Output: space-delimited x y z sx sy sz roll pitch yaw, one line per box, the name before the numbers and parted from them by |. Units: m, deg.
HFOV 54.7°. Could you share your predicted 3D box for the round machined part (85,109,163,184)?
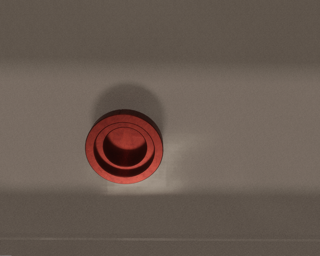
round machined part | -0.045 0.021 0.409 0.099 0.042 0.097 0 110 -1
